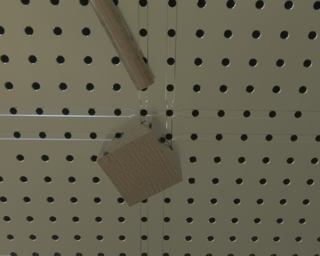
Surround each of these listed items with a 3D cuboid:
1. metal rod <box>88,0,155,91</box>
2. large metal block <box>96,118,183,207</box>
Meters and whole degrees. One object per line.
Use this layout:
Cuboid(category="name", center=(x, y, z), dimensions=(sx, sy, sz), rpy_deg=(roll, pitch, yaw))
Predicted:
Cuboid(category="metal rod", center=(-0.085, -0.179, 0.346), dimensions=(0.025, 0.025, 0.299), rpy_deg=(-25, 108, 9))
Cuboid(category="large metal block", center=(-0.025, 0.046, 0.417), dimensions=(0.080, 0.050, 0.080), rpy_deg=(-28, 108, 10))
